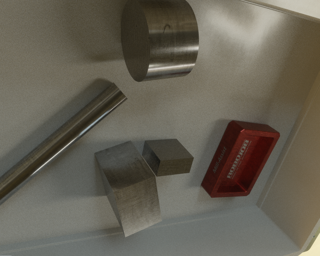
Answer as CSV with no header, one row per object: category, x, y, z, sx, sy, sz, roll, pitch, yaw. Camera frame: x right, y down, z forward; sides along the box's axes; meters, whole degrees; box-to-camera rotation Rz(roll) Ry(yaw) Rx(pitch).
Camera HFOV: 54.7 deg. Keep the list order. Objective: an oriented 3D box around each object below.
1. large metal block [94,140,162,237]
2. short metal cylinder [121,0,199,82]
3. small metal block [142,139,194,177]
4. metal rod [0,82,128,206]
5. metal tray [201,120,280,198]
large metal block,-0.041,0.076,0.399,0.050,0.080,0.079,-19,126,-18
short metal cylinder,-0.003,-0.090,0.317,0.050,0.080,0.079,-11,123,-23
small metal block,0.010,0.039,0.424,0.050,0.050,0.025,-2,119,-28
metal rod,-0.160,0.054,0.354,0.300,0.025,0.025,-40,130,-1
metal tray,0.133,0.054,0.513,0.091,0.030,0.129,6,116,-31
